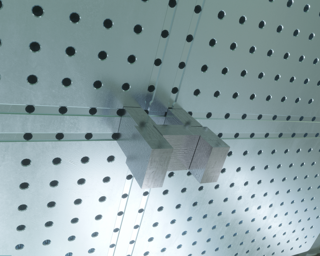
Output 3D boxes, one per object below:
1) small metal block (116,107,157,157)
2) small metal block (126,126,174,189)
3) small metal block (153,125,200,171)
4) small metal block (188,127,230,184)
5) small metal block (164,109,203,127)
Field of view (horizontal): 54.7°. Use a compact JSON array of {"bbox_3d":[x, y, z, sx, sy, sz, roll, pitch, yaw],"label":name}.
[{"bbox_3d":[-0.030,0.008,0.384,0.025,0.050,0.050,1,118,-29],"label":"small metal block"},{"bbox_3d":[-0.013,0.031,0.342,0.025,0.050,0.050,1,118,-29],"label":"small metal block"},{"bbox_3d":[0.014,0.024,0.371,0.050,0.025,0.050,1,118,-29],"label":"small metal block"},{"bbox_3d":[0.053,0.032,0.379,0.025,0.050,0.050,1,118,-29],"label":"small metal block"},{"bbox_3d":[0.027,0.008,0.416,0.025,0.050,0.050,-1,119,-29],"label":"small metal block"}]
